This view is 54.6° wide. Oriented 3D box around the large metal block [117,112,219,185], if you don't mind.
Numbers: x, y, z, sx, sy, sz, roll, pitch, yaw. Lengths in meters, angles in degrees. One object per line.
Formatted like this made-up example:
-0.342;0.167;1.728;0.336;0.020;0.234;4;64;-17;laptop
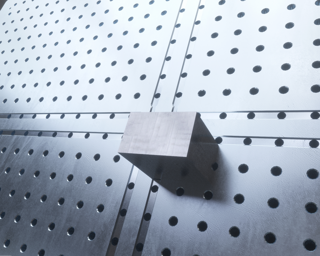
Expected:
0.013;0.023;0.353;0.080;0.080;0.050;1;62;29;large metal block
